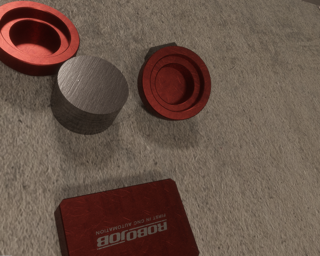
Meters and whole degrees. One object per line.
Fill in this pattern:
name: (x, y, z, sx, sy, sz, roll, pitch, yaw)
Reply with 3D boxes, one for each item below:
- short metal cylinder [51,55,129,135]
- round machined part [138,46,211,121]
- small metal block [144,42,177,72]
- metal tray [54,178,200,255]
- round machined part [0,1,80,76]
short metal cylinder: (-0.084, -0.038, 0.367, 0.081, 0.050, 0.080, 14, 56, -21)
round machined part: (0.016, -0.058, 0.422, 0.099, 0.042, 0.097, 0, 88, -20)
small metal block: (0.013, -0.100, 0.474, 0.050, 0.025, 0.050, -24, 75, -37)
metal tray: (-0.032, 0.108, 0.318, 0.131, 0.030, 0.090, -5, 64, -31)
round machined part: (-0.151, -0.102, 0.374, 0.099, 0.042, 0.098, 14, 56, -21)
